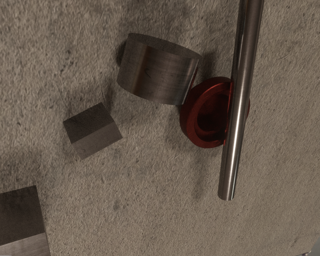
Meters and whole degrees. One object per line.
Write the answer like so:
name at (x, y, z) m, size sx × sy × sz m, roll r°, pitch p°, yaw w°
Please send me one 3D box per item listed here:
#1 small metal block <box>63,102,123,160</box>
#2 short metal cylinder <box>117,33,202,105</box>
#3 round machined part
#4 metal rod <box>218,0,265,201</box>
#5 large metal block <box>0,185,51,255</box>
small metal block at (-0.077, 0.002, 0.351) m, size 0.050 × 0.050 × 0.025 m, roll -29°, pitch 129°, yaw -10°
short metal cylinder at (-0.001, -0.064, 0.332) m, size 0.081 × 0.080 × 0.050 m, roll 4°, pitch 116°, yaw -31°
round machined part at (0.069, -0.024, 0.421) m, size 0.099 × 0.042 × 0.097 m, roll -14°, pitch 125°, yaw -21°
metal rod at (0.098, -0.024, 0.393) m, size 0.025 × 0.025 × 0.298 m, roll -15°, pitch 125°, yaw -21°
large metal block at (-0.161, 0.128, 0.363) m, size 0.050 × 0.080 × 0.079 m, roll -12°, pitch 124°, yaw -23°
